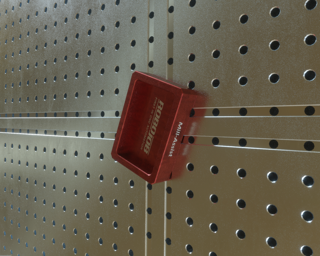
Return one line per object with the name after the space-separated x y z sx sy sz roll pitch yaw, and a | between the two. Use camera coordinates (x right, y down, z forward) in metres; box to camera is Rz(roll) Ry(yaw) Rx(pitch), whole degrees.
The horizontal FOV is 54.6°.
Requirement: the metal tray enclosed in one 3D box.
-0.013 -0.002 0.417 0.090 0.030 0.129 27 107 36 | metal tray
